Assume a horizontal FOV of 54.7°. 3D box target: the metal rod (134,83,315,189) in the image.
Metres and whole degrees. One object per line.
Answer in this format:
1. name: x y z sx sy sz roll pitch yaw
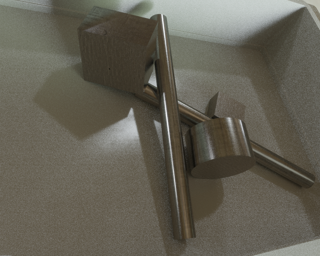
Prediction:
1. metal rod: 0.101 0.014 0.453 0.301 0.025 0.025 28 52 -11

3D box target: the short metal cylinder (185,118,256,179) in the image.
1. short metal cylinder: 0.076 0.028 0.396 0.081 0.080 0.050 7 59 -25

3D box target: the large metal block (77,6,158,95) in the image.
1. large metal block: -0.051 -0.095 0.388 0.080 0.080 0.050 15 53 4

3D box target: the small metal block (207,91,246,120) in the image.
1. small metal block: 0.101 -0.021 0.475 0.050 0.025 0.050 27 52 -12

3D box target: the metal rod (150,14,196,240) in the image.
1. metal rod: 0.013 -0.016 0.397 0.025 0.025 0.299 4 68 -27
